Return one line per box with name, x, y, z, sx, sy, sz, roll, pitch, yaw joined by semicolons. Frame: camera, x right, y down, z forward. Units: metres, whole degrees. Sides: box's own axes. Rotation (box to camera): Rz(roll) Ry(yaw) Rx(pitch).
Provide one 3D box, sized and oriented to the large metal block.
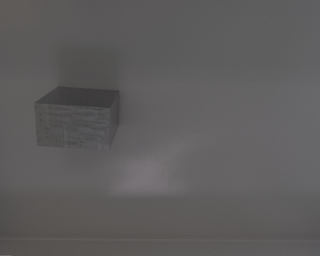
large metal block;-0.095;-0.014;0.376;0.080;0.080;0.050;4;110;-2
